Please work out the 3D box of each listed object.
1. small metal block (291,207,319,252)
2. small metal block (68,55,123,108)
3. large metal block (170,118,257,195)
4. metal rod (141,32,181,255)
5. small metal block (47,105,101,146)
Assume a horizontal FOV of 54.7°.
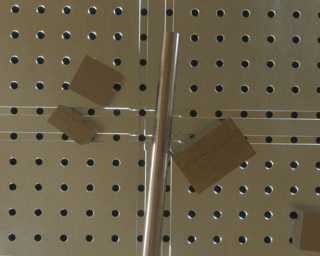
[{"bbox_3d":[0.210,0.137,0.416,0.050,0.025,0.050,7,90,-1],"label":"small metal block"},{"bbox_3d":[-0.085,-0.061,0.412,0.050,0.025,0.050,28,90,-1],"label":"small metal block"},{"bbox_3d":[0.061,0.031,0.387,0.080,0.080,0.050,-35,90,0],"label":"large metal block"},{"bbox_3d":[0.001,0.024,0.413,0.025,0.025,0.298,5,90,-1],"label":"metal rod"},{"bbox_3d":[-0.109,-0.004,0.399,0.050,0.050,0.025,36,90,-1],"label":"small metal block"}]
